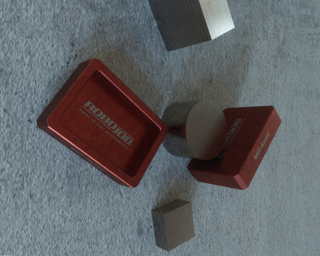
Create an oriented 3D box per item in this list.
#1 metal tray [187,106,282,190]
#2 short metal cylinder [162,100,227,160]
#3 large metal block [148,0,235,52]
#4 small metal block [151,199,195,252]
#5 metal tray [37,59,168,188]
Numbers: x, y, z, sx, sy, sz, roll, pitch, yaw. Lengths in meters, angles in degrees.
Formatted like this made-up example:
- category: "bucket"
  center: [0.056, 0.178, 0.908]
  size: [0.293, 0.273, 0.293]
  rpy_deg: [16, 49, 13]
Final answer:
- category: "metal tray"
  center: [0.109, 0.024, 0.453]
  size: [0.030, 0.090, 0.130]
  rpy_deg: [52, 60, -28]
- category: "short metal cylinder"
  center: [0.047, 0.002, 0.427]
  size: [0.081, 0.050, 0.080]
  rpy_deg: [0, 90, -40]
- category: "large metal block"
  center: [0.038, -0.152, 0.400]
  size: [0.050, 0.080, 0.080]
  rpy_deg: [-36, 112, -34]
- category: "small metal block"
  center: [0.019, 0.130, 0.420]
  size: [0.050, 0.025, 0.050]
  rpy_deg: [-13, 98, -39]
- category: "metal tray"
  center: [-0.057, -0.002, 0.352]
  size: [0.130, 0.030, 0.090]
  rpy_deg: [44, 64, -31]
